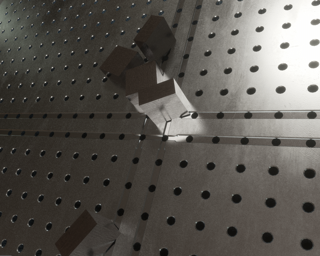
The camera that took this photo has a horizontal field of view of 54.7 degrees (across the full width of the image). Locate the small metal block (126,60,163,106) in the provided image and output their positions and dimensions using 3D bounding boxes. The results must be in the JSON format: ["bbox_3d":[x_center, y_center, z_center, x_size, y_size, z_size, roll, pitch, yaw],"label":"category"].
[{"bbox_3d":[-0.023,-0.067,0.460,0.050,0.025,0.050,-16,55,18],"label":"small metal block"}]

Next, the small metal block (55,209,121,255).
[{"bbox_3d":[-0.081,0.127,0.355,0.050,0.050,0.025,-48,52,-6],"label":"small metal block"}]

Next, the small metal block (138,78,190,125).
[{"bbox_3d":[0.006,-0.034,0.409,0.050,0.050,0.025,-18,55,18],"label":"small metal block"}]

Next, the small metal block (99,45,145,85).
[{"bbox_3d":[-0.061,-0.102,0.501,0.050,0.025,0.050,27,76,37],"label":"small metal block"}]

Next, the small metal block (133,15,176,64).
[{"bbox_3d":[-0.007,-0.136,0.478,0.025,0.050,0.050,23,74,36],"label":"small metal block"}]
